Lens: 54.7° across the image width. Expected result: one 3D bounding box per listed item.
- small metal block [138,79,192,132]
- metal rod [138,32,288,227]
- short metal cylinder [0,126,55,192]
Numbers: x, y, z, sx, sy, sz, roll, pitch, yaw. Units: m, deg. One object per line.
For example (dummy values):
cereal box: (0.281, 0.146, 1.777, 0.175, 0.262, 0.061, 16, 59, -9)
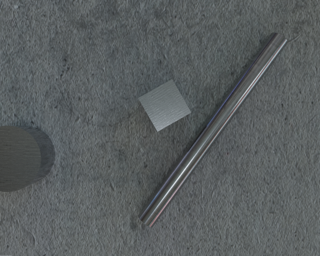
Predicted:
small metal block: (0.006, -0.029, 0.410, 0.050, 0.025, 0.050, -30, 90, 0)
metal rod: (0.069, 0.002, 0.410, 0.025, 0.025, 0.299, 36, 90, 0)
short metal cylinder: (-0.183, 0.037, 0.396, 0.081, 0.050, 0.079, 0, 90, 0)
